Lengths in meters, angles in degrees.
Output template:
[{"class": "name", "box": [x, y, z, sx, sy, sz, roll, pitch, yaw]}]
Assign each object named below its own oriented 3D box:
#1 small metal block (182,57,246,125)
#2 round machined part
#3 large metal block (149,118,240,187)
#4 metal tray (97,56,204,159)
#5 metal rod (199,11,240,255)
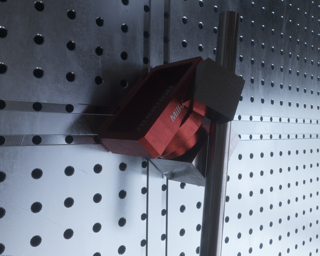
[{"class": "small metal block", "box": [0.058, -0.039, 0.332, 0.050, 0.025, 0.050, 27, 70, -17]}, {"class": "round machined part", "box": [0.012, -0.001, 0.379, 0.042, 0.098, 0.098, 50, 60, -29]}, {"class": "large metal block", "box": [0.045, 0.027, 0.410, 0.050, 0.080, 0.080, 51, 60, -29]}, {"class": "metal tray", "box": [-0.005, -0.026, 0.364, 0.030, 0.090, 0.130, 51, 60, -28]}, {"class": "metal rod", "box": [0.070, 0.011, 0.366, 0.025, 0.025, 0.298, 9, 84, -40]}]
